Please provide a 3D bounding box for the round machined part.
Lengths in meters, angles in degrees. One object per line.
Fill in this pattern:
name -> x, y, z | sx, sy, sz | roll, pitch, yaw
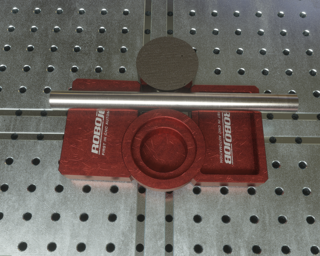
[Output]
round machined part -> 0.005, 0.029, 0.378 | 0.099, 0.042, 0.098 | 0, 70, 0

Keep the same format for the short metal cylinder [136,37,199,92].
short metal cylinder -> 0.009, -0.076, 0.422 | 0.081, 0.050, 0.080 | 0, 70, 0

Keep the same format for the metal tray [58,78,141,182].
metal tray -> -0.073, 0.001, 0.403 | 0.091, 0.030, 0.130 | 3, 70, 1

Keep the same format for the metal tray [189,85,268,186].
metal tray -> 0.085, 0.008, 0.402 | 0.091, 0.030, 0.130 | 1, 70, 0

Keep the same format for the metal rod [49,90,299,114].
metal rod -> 0.017, -0.032, 0.387 | 0.302, 0.025, 0.025 | 1, 70, 0
